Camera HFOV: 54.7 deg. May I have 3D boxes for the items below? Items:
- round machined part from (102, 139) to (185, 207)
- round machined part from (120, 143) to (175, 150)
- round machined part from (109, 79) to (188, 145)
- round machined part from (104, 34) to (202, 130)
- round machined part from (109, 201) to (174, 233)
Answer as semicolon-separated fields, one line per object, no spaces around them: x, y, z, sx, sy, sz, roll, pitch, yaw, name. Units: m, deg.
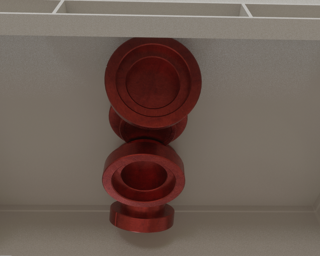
-0.019;0.052;0.383;0.099;0.042;0.097;-1;130;0;round machined part
-0.021;0.064;0.450;0.099;0.042;0.097;-1;130;0;round machined part
-0.015;-0.010;0.387;0.099;0.042;0.097;-1;130;0;round machined part
-0.008;-0.046;0.332;0.099;0.097;0.042;5;172;-5;round machined part
-0.027;0.122;0.476;0.099;0.098;0.042;5;93;-5;round machined part
